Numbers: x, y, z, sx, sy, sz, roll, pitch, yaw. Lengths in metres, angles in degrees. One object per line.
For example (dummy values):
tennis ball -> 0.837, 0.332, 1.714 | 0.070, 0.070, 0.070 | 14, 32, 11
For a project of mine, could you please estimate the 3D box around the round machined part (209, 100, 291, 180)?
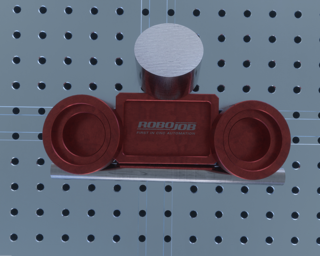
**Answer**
round machined part -> 0.111, 0.015, 0.397 | 0.099, 0.042, 0.097 | 0, 88, -8

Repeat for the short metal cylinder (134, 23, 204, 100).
short metal cylinder -> 0.010, -0.081, 0.382 | 0.081, 0.050, 0.080 | 0, 64, 0

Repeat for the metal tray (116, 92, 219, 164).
metal tray -> 0.009, 0.000, 0.406 | 0.131, 0.030, 0.089 | 1, 91, -1

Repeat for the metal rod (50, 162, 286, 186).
metal rod -> 0.011, 0.059, 0.409 | 0.302, 0.025, 0.025 | 2, 90, 0

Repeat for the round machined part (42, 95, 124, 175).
round machined part -> -0.094, 0.009, 0.395 | 0.099, 0.042, 0.097 | 0, 87, 8
